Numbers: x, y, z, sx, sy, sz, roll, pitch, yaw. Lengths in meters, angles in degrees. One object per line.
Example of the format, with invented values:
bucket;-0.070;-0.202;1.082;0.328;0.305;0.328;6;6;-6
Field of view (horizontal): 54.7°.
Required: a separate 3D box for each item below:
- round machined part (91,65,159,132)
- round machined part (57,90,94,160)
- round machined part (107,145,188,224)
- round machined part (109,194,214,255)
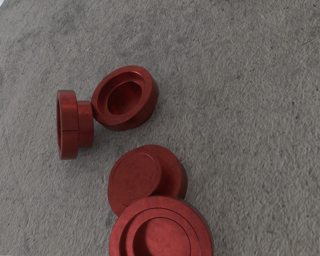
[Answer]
round machined part;-0.046;-0.037;0.440;0.098;0.042;0.098;-13;56;21
round machined part;-0.120;-0.005;0.437;0.042;0.097;0.098;-2;50;-22
round machined part;-0.021;0.063;0.365;0.098;0.042;0.098;-13;56;21
round machined part;0.004;0.115;0.305;0.098;0.042;0.097;-2;81;13
